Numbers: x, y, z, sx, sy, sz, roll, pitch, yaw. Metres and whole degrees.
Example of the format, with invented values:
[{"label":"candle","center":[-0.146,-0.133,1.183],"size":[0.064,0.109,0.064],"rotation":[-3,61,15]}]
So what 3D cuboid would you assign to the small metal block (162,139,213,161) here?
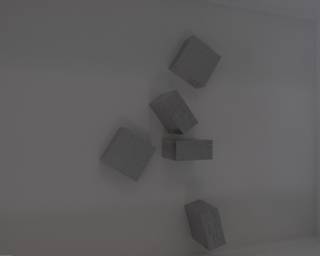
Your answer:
[{"label":"small metal block","center":[0.035,0.028,0.410],"size":[0.050,0.050,0.025],"rotation":[0,91,-20]}]

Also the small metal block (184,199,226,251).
[{"label":"small metal block","center":[0.060,0.130,0.419],"size":[0.025,0.050,0.050],"rotation":[-16,96,-19]}]

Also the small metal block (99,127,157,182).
[{"label":"small metal block","center":[-0.041,0.033,0.395],"size":[0.050,0.025,0.050],"rotation":[34,79,-17]}]

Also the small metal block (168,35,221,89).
[{"label":"small metal block","center":[0.048,-0.090,0.428],"size":[0.050,0.025,0.050],"rotation":[33,79,-17]}]

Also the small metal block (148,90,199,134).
[{"label":"small metal block","center":[0.016,-0.020,0.403],"size":[0.025,0.050,0.050],"rotation":[-38,102,-16]}]
